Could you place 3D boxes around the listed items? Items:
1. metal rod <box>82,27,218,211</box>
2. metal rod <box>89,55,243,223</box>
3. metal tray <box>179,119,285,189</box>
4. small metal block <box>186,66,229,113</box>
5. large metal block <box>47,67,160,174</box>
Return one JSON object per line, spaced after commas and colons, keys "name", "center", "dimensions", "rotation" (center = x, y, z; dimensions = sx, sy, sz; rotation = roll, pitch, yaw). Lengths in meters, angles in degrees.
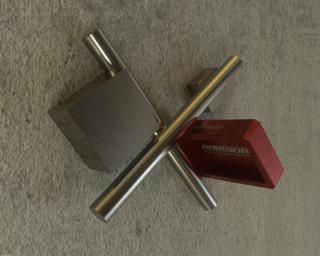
{"name": "metal rod", "center": [0.000, 0.006, 0.408], "dimensions": [0.025, 0.025, 0.299], "rotation": [-50, 120, -29]}
{"name": "metal rod", "center": [0.025, -0.005, 0.396], "dimensions": [0.301, 0.025, 0.025], "rotation": [-47, 118, -30]}
{"name": "metal tray", "center": [0.084, 0.032, 0.410], "dimensions": [0.030, 0.130, 0.090], "rotation": [-50, 120, -28]}
{"name": "small metal block", "center": [0.073, -0.058, 0.469], "dimensions": [0.050, 0.025, 0.050], "rotation": [-43, 116, -32]}
{"name": "large metal block", "center": [-0.059, -0.009, 0.341], "dimensions": [0.080, 0.050, 0.080], "rotation": [-44, 117, -31]}
